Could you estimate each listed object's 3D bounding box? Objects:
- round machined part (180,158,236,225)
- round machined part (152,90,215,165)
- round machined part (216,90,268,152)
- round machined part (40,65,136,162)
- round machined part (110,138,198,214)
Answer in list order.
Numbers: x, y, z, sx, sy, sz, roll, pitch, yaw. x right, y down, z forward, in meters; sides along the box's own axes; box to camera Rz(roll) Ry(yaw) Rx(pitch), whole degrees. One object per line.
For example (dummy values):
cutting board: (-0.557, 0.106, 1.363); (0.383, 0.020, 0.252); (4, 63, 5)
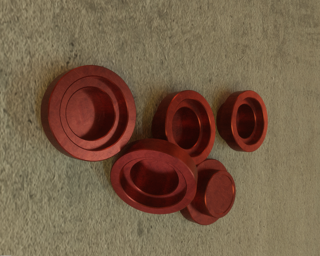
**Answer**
round machined part: (0.074, 0.094, 0.456); (0.099, 0.042, 0.097); (0, 90, -40)
round machined part: (0.028, 0.001, 0.413); (0.099, 0.042, 0.097); (4, 84, -44)
round machined part: (0.129, -0.011, 0.502); (0.099, 0.042, 0.097); (0, 90, -40)
round machined part: (-0.077, -0.015, 0.329); (0.099, 0.042, 0.097); (0, 90, -40)
round machined part: (-0.005, 0.052, 0.364); (0.098, 0.098, 0.042); (59, 25, -24)
